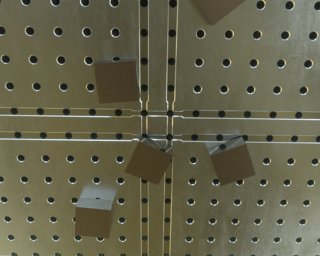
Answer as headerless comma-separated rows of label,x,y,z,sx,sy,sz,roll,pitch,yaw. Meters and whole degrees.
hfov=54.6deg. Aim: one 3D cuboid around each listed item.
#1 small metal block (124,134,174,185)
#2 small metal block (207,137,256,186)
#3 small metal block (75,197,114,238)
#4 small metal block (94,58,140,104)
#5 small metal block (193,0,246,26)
small metal block,-0.015,0.044,0.429,0.050,0.025,0.050,23,108,-8
small metal block,0.099,0.046,0.431,0.050,0.025,0.050,-20,109,7
small metal block,-0.098,0.134,0.462,0.050,0.025,0.050,6,110,-3
small metal block,-0.053,-0.060,0.391,0.050,0.025,0.050,-4,110,1
small metal block,0.066,-0.155,0.357,0.050,0.025,0.050,-36,106,12
